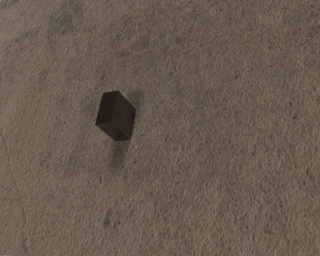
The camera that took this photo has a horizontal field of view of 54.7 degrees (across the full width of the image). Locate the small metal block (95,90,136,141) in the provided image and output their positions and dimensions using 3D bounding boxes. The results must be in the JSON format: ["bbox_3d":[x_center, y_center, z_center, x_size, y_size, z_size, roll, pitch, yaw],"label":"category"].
[{"bbox_3d":[-0.060,-0.016,0.427,0.025,0.050,0.050,-7,59,25],"label":"small metal block"}]
